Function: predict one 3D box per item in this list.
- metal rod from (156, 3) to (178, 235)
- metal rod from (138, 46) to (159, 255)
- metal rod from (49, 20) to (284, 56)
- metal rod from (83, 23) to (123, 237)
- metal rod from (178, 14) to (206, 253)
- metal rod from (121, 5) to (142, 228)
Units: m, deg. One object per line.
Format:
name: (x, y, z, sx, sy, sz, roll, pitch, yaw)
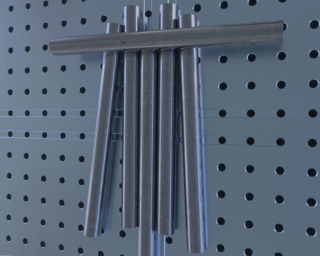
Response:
metal rod: (0.010, -0.011, 0.411, 0.025, 0.025, 0.298, 1, 90, 20)
metal rod: (-0.016, 0.041, 0.418, 0.025, 0.025, 0.298, 1, 91, 20)
metal rod: (-0.007, -0.110, 0.389, 0.301, 0.025, 0.025, 2, 91, 20)
metal rod: (-0.079, 0.004, 0.440, 0.025, 0.025, 0.298, 8, 93, 20)
metal rod: (0.041, 0.007, 0.399, 0.025, 0.025, 0.298, -3, 89, 20)
metal rod: (-0.039, -0.015, 0.427, 0.025, 0.025, 0.298, 1, 90, 20)
